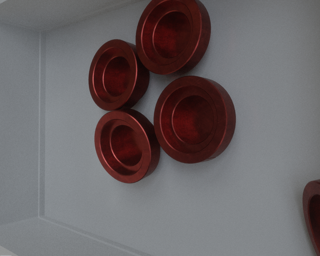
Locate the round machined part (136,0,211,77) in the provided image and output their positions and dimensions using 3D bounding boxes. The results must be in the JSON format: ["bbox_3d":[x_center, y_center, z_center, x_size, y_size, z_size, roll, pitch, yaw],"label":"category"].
[{"bbox_3d":[0.020,-0.112,0.378,0.098,0.042,0.097,0,90,39],"label":"round machined part"}]

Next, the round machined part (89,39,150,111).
[{"bbox_3d":[-0.053,-0.071,0.436,0.098,0.042,0.097,-2,87,40],"label":"round machined part"}]

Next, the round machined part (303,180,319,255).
[{"bbox_3d":[0.156,0.085,0.243,0.042,0.098,0.098,-14,80,2],"label":"round machined part"}]

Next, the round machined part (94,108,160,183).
[{"bbox_3d":[-0.039,0.021,0.417,0.098,0.042,0.097,10,108,34],"label":"round machined part"}]

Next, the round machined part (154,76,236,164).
[{"bbox_3d":[0.043,-0.009,0.359,0.098,0.042,0.097,0,90,39],"label":"round machined part"}]
